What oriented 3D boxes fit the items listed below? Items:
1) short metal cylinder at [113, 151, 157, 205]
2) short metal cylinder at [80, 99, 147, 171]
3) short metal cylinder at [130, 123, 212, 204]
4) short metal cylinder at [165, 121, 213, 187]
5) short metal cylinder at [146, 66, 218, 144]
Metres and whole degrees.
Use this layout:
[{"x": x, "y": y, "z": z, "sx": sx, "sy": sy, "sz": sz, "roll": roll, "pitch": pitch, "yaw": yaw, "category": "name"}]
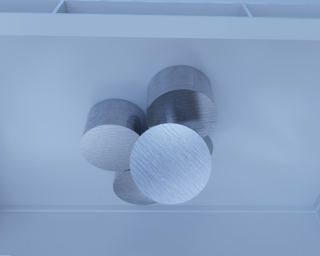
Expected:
[{"x": -0.025, "y": 0.067, "z": 0.446, "sx": 0.081, "sy": 0.050, "sz": 0.079, "roll": 0, "pitch": 130, "yaw": 0, "category": "short metal cylinder"}, {"x": -0.057, "y": 0.010, "z": 0.398, "sx": 0.081, "sy": 0.050, "sz": 0.079, "roll": 0, "pitch": 130, "yaw": 0, "category": "short metal cylinder"}, {"x": 0.013, "y": 0.035, "z": 0.328, "sx": 0.080, "sy": 0.050, "sz": 0.079, "roll": 0, "pitch": 90, "yaw": 6, "category": "short metal cylinder"}, {"x": 0.022, "y": 0.033, "z": 0.400, "sx": 0.081, "sy": 0.080, "sz": 0.050, "roll": 10, "pitch": 129, "yaw": -9, "category": "short metal cylinder"}, {"x": 0.024, "y": -0.026, "z": 0.368, "sx": 0.081, "sy": 0.050, "sz": 0.079, "roll": 0, "pitch": 130, "yaw": 0, "category": "short metal cylinder"}]
